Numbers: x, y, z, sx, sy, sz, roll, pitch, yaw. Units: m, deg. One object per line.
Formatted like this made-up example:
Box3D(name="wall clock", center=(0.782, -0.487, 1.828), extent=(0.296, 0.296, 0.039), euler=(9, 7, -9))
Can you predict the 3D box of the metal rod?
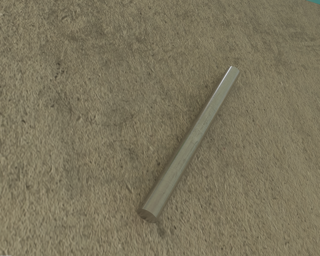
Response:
Box3D(name="metal rod", center=(0.055, 0.001, 0.431), extent=(0.025, 0.025, 0.301), euler=(38, 51, -3))
